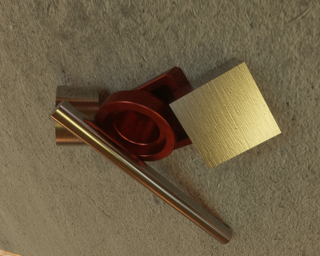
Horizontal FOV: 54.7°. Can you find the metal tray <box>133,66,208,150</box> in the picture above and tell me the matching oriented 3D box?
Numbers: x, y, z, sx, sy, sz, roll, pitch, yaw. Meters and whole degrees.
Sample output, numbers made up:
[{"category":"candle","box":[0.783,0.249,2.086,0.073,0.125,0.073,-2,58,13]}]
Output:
[{"category":"metal tray","box":[-0.009,-0.012,0.401,0.130,0.030,0.090,-22,107,36]}]

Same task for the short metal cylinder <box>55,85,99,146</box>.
[{"category":"short metal cylinder","box":[-0.109,-0.015,0.410,0.050,0.080,0.079,1,126,-14]}]

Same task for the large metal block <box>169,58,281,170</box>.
[{"category":"large metal block","box":[0.065,-0.017,0.325,0.080,0.050,0.080,-29,104,10]}]

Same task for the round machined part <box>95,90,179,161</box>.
[{"category":"round machined part","box":[-0.024,-0.007,0.373,0.098,0.042,0.097,11,137,11]}]

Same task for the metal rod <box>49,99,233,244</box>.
[{"category":"metal rod","box":[-0.008,0.069,0.397,0.300,0.025,0.025,41,131,-23]}]
